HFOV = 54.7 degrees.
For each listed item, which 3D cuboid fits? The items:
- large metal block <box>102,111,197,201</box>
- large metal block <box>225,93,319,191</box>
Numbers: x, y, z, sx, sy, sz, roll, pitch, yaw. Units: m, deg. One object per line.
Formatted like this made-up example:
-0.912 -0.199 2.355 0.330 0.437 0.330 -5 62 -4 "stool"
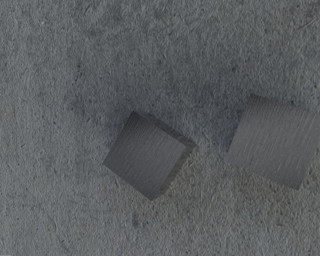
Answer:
-0.013 0.033 0.400 0.080 0.050 0.080 34 101 16 "large metal block"
0.129 0.013 0.350 0.080 0.050 0.080 22 97 18 "large metal block"
